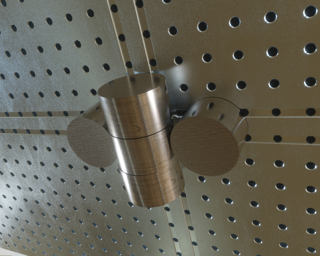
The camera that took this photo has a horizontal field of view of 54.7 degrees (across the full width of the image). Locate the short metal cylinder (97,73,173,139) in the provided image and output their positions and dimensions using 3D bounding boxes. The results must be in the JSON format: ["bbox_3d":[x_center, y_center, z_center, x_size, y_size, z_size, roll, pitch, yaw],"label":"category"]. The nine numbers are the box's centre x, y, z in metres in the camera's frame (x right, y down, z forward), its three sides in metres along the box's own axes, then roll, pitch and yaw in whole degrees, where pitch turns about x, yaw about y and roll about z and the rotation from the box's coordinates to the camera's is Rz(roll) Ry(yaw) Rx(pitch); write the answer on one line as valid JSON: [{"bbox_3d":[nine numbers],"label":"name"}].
[{"bbox_3d":[-0.028,-0.029,0.370,0.080,0.080,0.050,3,120,26],"label":"short metal cylinder"}]

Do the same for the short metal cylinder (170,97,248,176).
[{"bbox_3d":[0.059,0.010,0.368,0.080,0.050,0.079,13,124,20],"label":"short metal cylinder"}]

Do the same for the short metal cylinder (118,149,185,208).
[{"bbox_3d":[-0.010,0.061,0.417,0.080,0.080,0.050,1,119,27],"label":"short metal cylinder"}]

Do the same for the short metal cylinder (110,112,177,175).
[{"bbox_3d":[-0.019,0.016,0.393,0.080,0.080,0.050,2,119,27],"label":"short metal cylinder"}]

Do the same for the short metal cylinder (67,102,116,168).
[{"bbox_3d":[-0.084,0.010,0.442,0.080,0.050,0.079,13,124,20],"label":"short metal cylinder"}]
